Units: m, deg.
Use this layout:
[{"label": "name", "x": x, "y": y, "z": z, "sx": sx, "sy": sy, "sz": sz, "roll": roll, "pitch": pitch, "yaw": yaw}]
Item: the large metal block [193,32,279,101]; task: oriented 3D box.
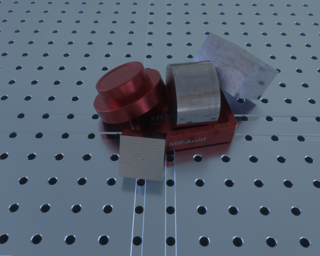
[{"label": "large metal block", "x": 0.105, "y": -0.083, "z": 0.432, "sx": 0.081, "sy": 0.050, "sz": 0.080, "roll": 0, "pitch": 38, "yaw": -51}]

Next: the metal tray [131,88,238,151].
[{"label": "metal tray", "x": 0.026, "y": -0.017, "z": 0.415, "sx": 0.131, "sy": 0.030, "sz": 0.090, "roll": -9, "pitch": 51, "yaw": -8}]

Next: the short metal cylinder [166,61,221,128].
[{"label": "short metal cylinder", "x": 0.038, "y": -0.042, "z": 0.386, "sx": 0.050, "sy": 0.080, "sz": 0.080, "roll": -6, "pitch": 50, "yaw": -6}]

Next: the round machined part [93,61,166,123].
[{"label": "round machined part", "x": -0.045, "y": -0.053, "z": 0.411, "sx": 0.098, "sy": 0.042, "sz": 0.098, "roll": -19, "pitch": 33, "yaw": 13}]

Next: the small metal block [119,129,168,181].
[{"label": "small metal block", "x": -0.019, "y": 0.031, "z": 0.358, "sx": 0.050, "sy": 0.050, "sz": 0.025, "roll": 6, "pitch": 16, "yaw": 5}]
